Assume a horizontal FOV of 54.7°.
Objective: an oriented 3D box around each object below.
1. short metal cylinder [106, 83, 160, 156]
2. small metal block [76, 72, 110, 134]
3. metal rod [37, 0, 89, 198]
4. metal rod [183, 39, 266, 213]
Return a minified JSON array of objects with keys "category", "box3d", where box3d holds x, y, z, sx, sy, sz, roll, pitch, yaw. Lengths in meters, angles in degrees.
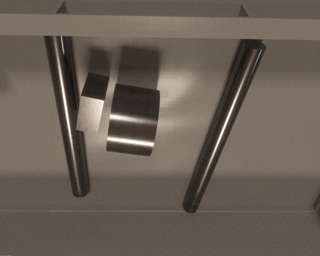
[{"category":"short metal cylinder","box3d":[-0.032,-0.009,0.365,0.050,0.080,0.079,8,130,-7]},{"category":"small metal block","box3d":[-0.079,-0.030,0.366,0.025,0.050,0.050,12,129,-10]},{"category":"metal rod","box3d":[-0.116,-0.013,0.396,0.025,0.025,0.298,3,130,-3]},{"category":"metal rod","box3d":[0.077,0.022,0.428,0.025,0.025,0.298,7,130,-7]}]
